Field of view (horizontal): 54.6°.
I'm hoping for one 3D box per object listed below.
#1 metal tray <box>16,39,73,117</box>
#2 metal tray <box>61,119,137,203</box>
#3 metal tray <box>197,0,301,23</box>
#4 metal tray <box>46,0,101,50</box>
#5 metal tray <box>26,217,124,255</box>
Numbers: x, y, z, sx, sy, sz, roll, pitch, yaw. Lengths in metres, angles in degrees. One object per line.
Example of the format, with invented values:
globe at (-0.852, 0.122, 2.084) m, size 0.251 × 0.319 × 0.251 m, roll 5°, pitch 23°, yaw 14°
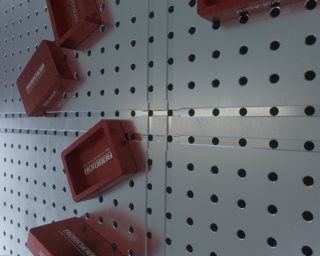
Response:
metal tray at (-0.225, -0.092, 0.594) m, size 0.129 × 0.030 × 0.090 m, roll -40°, pitch 66°, yaw 33°
metal tray at (-0.101, 0.054, 0.491) m, size 0.130 × 0.030 × 0.090 m, roll -34°, pitch 69°, yaw 35°
metal tray at (0.101, -0.171, 0.323) m, size 0.130 × 0.030 × 0.090 m, roll -1°, pitch 89°, yaw 40°
metal tray at (-0.155, -0.215, 0.535) m, size 0.090 × 0.030 × 0.130 m, roll -27°, pitch 73°, yaw 37°
metal tray at (-0.131, 0.190, 0.476) m, size 0.130 × 0.091 × 0.030 m, roll 23°, pitch 105°, yaw 37°
